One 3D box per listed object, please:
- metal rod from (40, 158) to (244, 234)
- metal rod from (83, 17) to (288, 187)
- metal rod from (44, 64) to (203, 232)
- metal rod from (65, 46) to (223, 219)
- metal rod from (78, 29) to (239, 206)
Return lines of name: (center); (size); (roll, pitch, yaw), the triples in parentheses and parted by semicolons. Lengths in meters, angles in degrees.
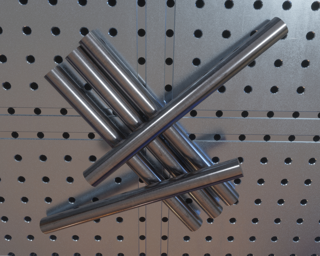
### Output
metal rod: (-0.036, 0.098, 0.427); (0.301, 0.025, 0.025); (-20, 109, 15)
metal rod: (0.028, -0.029, 0.381); (0.300, 0.025, 0.025); (-39, 106, 4)
metal rod: (-0.040, 0.038, 0.426); (0.025, 0.025, 0.300); (-37, 106, 12)
metal rod: (-0.012, 0.016, 0.419); (0.025, 0.025, 0.300); (-37, 106, 12)
metal rod: (0.008, -0.003, 0.412); (0.025, 0.025, 0.300); (-39, 106, 13)
